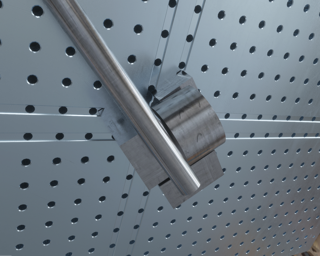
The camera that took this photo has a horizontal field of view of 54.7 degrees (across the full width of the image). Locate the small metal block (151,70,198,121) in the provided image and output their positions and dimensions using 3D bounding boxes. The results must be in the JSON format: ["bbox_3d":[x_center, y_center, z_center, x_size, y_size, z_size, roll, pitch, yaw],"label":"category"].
[{"bbox_3d":[0.024,-0.038,0.403,0.050,0.025,0.050,-36,130,-5],"label":"small metal block"}]

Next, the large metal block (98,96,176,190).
[{"bbox_3d":[-0.023,0.014,0.374,0.050,0.080,0.080,-33,129,-7],"label":"large metal block"}]

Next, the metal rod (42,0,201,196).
[{"bbox_3d":[-0.048,-0.054,0.285,0.025,0.025,0.299,-36,108,-5],"label":"metal rod"}]

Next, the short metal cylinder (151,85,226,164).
[{"bbox_3d":[0.031,-0.002,0.360,0.050,0.080,0.080,-32,129,-8],"label":"short metal cylinder"}]

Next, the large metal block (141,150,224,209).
[{"bbox_3d":[0.025,0.046,0.417,0.080,0.080,0.050,-33,129,-7],"label":"large metal block"}]
